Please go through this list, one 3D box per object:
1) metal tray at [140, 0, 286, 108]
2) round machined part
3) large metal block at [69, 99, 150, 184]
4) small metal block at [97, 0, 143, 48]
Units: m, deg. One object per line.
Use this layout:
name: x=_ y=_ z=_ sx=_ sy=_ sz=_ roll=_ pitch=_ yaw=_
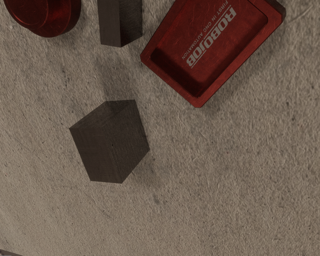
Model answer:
metal tray: x=0.048 y=-0.093 z=0.319 sx=0.090 sy=0.030 sz=0.129 roll=41 pitch=129 yaw=0
round machined part: x=-0.149 y=-0.158 z=0.375 sx=0.098 sy=0.042 sz=0.097 roll=13 pitch=124 yaw=20
large metal block: x=-0.063 y=0.016 z=0.412 sx=0.050 sy=0.080 sz=0.080 roll=-1 pitch=118 yaw=28
small metal block: x=-0.042 y=-0.121 z=0.337 sx=0.025 sy=0.050 sz=0.050 roll=14 pitch=124 yaw=20
